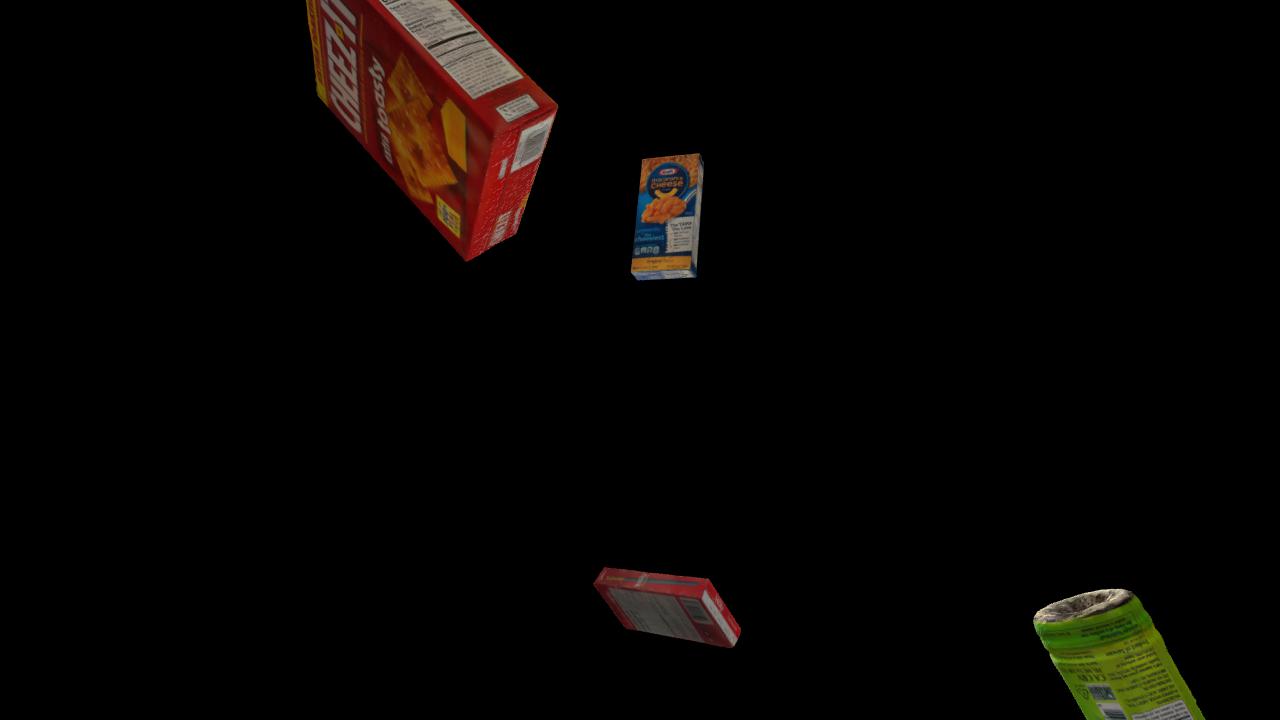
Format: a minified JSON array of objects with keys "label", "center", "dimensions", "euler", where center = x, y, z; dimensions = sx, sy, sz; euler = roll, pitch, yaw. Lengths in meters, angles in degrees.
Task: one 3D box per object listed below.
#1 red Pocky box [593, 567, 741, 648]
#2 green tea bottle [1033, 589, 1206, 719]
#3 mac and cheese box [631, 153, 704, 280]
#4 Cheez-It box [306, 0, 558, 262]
[{"label":"red Pocky box","center":[0.027,0.270,0.679],"dimensions":[0.155,0.083,0.028],"euler":[-10,30,40]},{"label":"green tea bottle","center":[0.343,0.264,0.398],"dimensions":[0.073,0.212,0.073],"euler":[-16,-21,-6]},{"label":"mac and cheese box","center":[0.042,-0.211,0.907],"dimensions":[0.093,0.184,0.041],"euler":[-1,-14,20]},{"label":"Cheez-It box","center":[-0.183,-0.218,0.518],"dimensions":[0.071,0.223,0.166],"euler":[-40,-5,-33]}]
